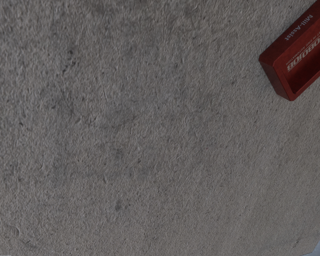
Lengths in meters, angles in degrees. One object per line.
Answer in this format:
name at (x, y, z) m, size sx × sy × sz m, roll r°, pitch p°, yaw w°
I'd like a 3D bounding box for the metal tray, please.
metal tray at (0.215, -0.113, 0.450) m, size 0.130 × 0.030 × 0.090 m, roll -44°, pitch 129°, yaw 2°
